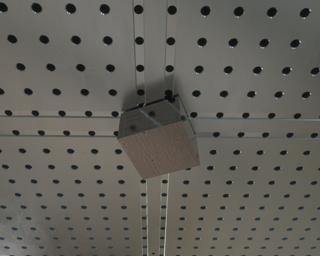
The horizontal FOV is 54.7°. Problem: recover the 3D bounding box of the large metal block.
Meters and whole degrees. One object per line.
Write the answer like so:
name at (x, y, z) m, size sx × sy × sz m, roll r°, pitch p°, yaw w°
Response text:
large metal block at (0.000, 0.015, 0.404) m, size 0.080 × 0.050 × 0.080 m, roll -16°, pitch 129°, yaw 13°
